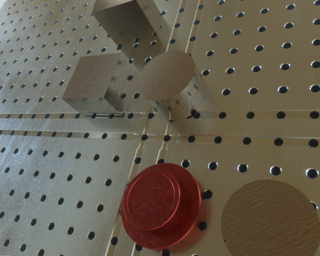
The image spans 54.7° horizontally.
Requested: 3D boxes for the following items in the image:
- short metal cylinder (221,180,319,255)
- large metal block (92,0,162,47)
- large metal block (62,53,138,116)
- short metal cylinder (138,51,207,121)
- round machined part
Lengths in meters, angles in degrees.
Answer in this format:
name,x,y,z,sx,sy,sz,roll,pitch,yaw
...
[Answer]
name,x,y,z,sx,sy,sz,roll,pitch,yaw
short metal cylinder,0.102,0.093,0.281,0.080,0.050,0.080,-13,56,21
large metal block,-0.052,-0.189,0.517,0.080,0.080,0.050,-6,59,25
large metal block,-0.092,-0.066,0.481,0.080,0.050,0.080,2,63,29
short metal cylinder,0.017,-0.057,0.418,0.080,0.050,0.080,-13,56,21
round machined part,-0.002,0.084,0.347,0.098,0.042,0.098,-13,56,21
